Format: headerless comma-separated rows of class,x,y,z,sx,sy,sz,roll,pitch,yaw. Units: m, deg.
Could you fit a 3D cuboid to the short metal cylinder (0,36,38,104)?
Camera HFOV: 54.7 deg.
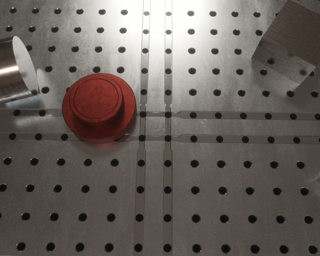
short metal cylinder,-0.201,-0.075,0.408,0.050,0.080,0.080,-15,71,-6

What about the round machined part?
round machined part,-0.081,-0.031,0.413,0.099,0.042,0.098,0,70,-1

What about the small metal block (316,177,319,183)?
small metal block,0.239,0.068,0.390,0.050,0.025,0.050,-34,74,-12

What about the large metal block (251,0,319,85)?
large metal block,0.194,-0.124,0.446,0.080,0.050,0.080,33,73,11
